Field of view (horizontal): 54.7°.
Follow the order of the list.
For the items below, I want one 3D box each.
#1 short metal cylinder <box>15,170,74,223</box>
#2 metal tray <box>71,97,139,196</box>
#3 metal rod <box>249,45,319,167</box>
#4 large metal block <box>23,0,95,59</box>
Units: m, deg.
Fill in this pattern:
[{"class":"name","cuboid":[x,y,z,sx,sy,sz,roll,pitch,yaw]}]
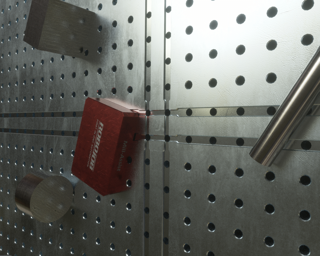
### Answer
[{"class":"short metal cylinder","cuboid":[-0.198,0.116,0.534,0.050,0.081,0.079,7,95,39]},{"class":"metal tray","cuboid":[-0.088,0.026,0.476,0.090,0.030,0.129,24,105,37]},{"class":"metal rod","cuboid":[0.168,-0.092,0.270,0.025,0.025,0.298,41,114,32]},{"class":"large metal block","cuboid":[-0.165,-0.166,0.507,0.050,0.081,0.079,33,110,35]}]
